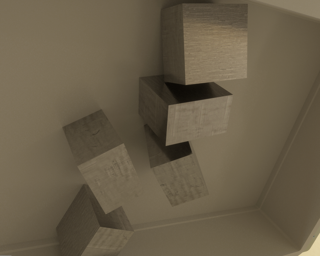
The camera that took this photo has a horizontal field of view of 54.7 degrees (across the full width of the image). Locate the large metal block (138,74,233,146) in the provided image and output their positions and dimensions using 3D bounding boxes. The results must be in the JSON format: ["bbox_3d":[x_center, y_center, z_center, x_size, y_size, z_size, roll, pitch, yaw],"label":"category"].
[{"bbox_3d":[0.027,-0.028,0.372,0.081,0.080,0.050,-11,124,-23],"label":"large metal block"}]

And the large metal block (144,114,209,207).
[{"bbox_3d":[0.021,0.041,0.404,0.050,0.080,0.080,-20,129,6],"label":"large metal block"}]

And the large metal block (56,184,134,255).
[{"bbox_3d":[-0.089,0.135,0.409,0.050,0.080,0.080,24,105,-37],"label":"large metal block"}]

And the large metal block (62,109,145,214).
[{"bbox_3d":[-0.066,0.037,0.361,0.050,0.080,0.080,-27,128,-12],"label":"large metal block"}]

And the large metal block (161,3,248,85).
[{"bbox_3d":[0.050,-0.094,0.349,0.081,0.050,0.079,-10,106,-24],"label":"large metal block"}]
